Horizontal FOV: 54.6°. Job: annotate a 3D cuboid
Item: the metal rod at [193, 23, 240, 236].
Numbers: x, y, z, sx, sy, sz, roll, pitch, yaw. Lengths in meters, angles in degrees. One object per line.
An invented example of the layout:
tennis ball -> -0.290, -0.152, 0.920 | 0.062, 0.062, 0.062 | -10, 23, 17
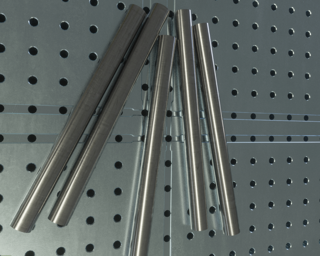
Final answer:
metal rod -> 0.080, 0.004, 0.441 | 0.025, 0.025, 0.298 | -11, 94, -20

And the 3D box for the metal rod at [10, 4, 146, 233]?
metal rod -> -0.094, -0.019, 0.377 | 0.025, 0.025, 0.299 | 29, 80, -18

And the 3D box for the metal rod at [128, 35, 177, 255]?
metal rod -> -0.010, 0.027, 0.409 | 0.025, 0.025, 0.299 | 9, 87, -20

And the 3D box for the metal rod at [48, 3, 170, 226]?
metal rod -> -0.060, -0.024, 0.391 | 0.025, 0.025, 0.299 | 27, 81, -18

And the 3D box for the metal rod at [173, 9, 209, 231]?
metal rod -> 0.043, -0.009, 0.428 | 0.025, 0.025, 0.298 | -5, 92, -20
